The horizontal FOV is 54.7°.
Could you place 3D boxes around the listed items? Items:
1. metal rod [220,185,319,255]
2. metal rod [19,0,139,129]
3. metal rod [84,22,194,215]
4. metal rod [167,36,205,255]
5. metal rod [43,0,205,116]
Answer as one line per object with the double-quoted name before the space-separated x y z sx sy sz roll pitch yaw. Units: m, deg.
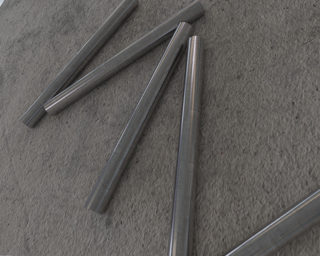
"metal rod" 0.136 0.077 0.284 0.300 0.025 0.025 -37 51 3
"metal rod" -0.139 -0.124 0.552 0.025 0.025 0.300 30 78 38
"metal rod" -0.022 -0.026 0.431 0.025 0.025 0.300 13 68 33
"metal rod" 0.036 0.005 0.381 0.025 0.025 0.299 -7 58 25
"metal rod" -0.061 -0.111 0.504 0.300 0.025 0.025 -33 52 6
